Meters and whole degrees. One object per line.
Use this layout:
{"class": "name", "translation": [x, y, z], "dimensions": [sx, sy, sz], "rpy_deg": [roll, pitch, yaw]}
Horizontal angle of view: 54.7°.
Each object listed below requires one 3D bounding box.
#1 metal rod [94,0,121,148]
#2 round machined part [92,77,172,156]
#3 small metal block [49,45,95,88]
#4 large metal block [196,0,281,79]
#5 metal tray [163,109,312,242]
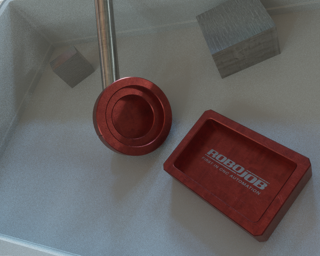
{"class": "metal rod", "translation": [-0.073, -0.122, 0.427], "dimensions": [0.025, 0.025, 0.298], "rpy_deg": [-7, 88, 24]}
{"class": "round machined part", "translation": [-0.038, -0.013, 0.397], "dimensions": [0.098, 0.098, 0.042], "rpy_deg": [-62, 20, -16]}
{"class": "small metal block", "translation": [-0.149, -0.104, 0.530], "dimensions": [0.050, 0.050, 0.025], "rpy_deg": [-36, 52, 4]}
{"class": "large metal block", "translation": [0.102, -0.124, 0.412], "dimensions": [0.080, 0.050, 0.080], "rpy_deg": [-23, 54, 14]}
{"class": "metal tray", "translation": [0.078, 0.044, 0.333], "dimensions": [0.130, 0.030, 0.090], "rpy_deg": [32, 79, 37]}
